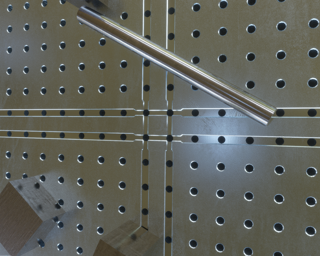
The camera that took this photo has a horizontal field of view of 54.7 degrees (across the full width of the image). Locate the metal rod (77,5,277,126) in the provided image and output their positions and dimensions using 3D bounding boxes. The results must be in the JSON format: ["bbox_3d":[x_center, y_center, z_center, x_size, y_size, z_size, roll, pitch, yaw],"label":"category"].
[{"bbox_3d":[0.010,-0.089,0.409,0.300,0.025,0.025,32,101,17],"label":"metal rod"}]

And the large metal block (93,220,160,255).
[{"bbox_3d":[-0.051,0.177,0.401,0.050,0.080,0.080,27,99,18],"label":"large metal block"}]

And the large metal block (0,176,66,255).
[{"bbox_3d":[-0.207,0.134,0.472,0.080,0.050,0.080,43,103,15],"label":"large metal block"}]

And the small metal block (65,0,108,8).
[{"bbox_3d":[-0.108,-0.192,0.437,0.050,0.050,0.025,5,92,20],"label":"small metal block"}]
